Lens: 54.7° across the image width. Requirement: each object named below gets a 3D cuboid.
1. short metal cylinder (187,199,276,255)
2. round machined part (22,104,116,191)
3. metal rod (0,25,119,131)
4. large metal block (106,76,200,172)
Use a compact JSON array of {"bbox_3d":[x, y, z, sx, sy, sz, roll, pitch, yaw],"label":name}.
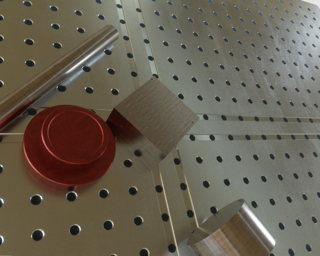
[{"bbox_3d":[0.076,0.123,0.339,0.081,0.080,0.050,-31,80,-38],"label":"short metal cylinder"},{"bbox_3d":[-0.095,0.015,0.337,0.099,0.042,0.098,14,56,-21],"label":"round machined part"},{"bbox_3d":[-0.142,-0.047,0.359,0.025,0.025,0.301,39,51,-2],"label":"metal rod"},{"bbox_3d":[-0.011,-0.006,0.390,0.080,0.050,0.080,43,51,1],"label":"large metal block"}]
